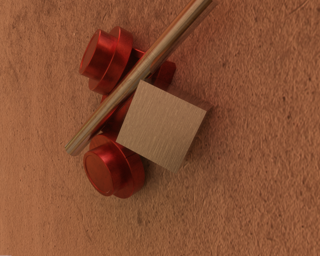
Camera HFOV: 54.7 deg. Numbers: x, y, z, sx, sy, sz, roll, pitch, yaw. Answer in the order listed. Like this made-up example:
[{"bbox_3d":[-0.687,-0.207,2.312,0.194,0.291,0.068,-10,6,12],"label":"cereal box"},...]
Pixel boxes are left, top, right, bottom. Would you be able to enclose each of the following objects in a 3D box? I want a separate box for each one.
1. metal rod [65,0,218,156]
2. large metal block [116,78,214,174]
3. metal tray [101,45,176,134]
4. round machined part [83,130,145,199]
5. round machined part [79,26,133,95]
[{"bbox_3d":[-0.042,-0.053,0.402,0.299,0.025,0.025,-42,65,31],"label":"metal rod"},{"bbox_3d":[0.006,-0.006,0.366,0.080,0.050,0.079,27,108,11],"label":"large metal block"},{"bbox_3d":[-0.038,-0.043,0.435,0.090,0.030,0.129,31,109,35],"label":"metal tray"},{"bbox_3d":[-0.070,0.055,0.431,0.098,0.042,0.097,24,127,37],"label":"round machined part"},{"bbox_3d":[-0.080,-0.099,0.435,0.098,0.042,0.098,-41,37,42],"label":"round machined part"}]
